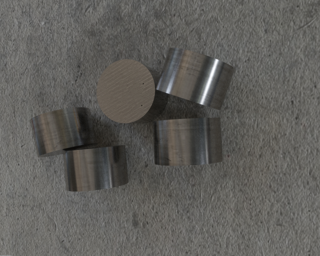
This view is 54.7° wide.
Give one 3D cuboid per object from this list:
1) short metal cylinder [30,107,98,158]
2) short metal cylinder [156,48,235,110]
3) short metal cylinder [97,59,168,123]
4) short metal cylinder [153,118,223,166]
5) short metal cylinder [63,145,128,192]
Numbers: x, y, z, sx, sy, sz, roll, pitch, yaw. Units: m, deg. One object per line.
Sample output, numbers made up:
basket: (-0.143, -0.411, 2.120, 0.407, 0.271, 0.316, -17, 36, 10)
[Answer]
short metal cylinder: (-0.131, 0.007, 0.426, 0.080, 0.080, 0.050, -16, 85, 19)
short metal cylinder: (0.041, -0.057, 0.365, 0.080, 0.080, 0.050, 20, 97, 19)
short metal cylinder: (-0.035, -0.046, 0.408, 0.080, 0.050, 0.080, 0, 90, 20)
short metal cylinder: (0.032, 0.015, 0.368, 0.080, 0.080, 0.050, -3, 89, 20)
short metal cylinder: (-0.084, 0.051, 0.409, 0.080, 0.080, 0.050, -6, 88, 20)
